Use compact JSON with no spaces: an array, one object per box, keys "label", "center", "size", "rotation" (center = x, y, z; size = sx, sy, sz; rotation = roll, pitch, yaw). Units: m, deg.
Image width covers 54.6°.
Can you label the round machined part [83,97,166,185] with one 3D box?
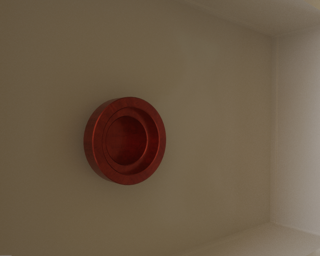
[{"label":"round machined part","center":[-0.043,0.014,0.358],"size":[0.099,0.042,0.097],"rotation":[0,90,-40]}]
